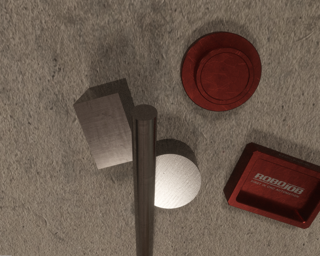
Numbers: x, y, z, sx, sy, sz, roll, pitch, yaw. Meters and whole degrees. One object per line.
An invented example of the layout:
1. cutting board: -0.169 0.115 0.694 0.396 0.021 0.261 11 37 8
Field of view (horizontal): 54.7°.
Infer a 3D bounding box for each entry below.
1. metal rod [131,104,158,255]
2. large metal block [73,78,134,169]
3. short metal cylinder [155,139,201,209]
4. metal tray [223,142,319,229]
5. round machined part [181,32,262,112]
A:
1. metal rod: -0.020 0.097 0.389 0.025 0.025 0.298 1 132 -1
2. large metal block: -0.057 -0.009 0.376 0.050 0.080 0.080 -15 110 5
3. short metal cylinder: 0.012 0.061 0.419 0.081 0.050 0.079 0 110 -1
4. metal tray: 0.169 0.083 0.440 0.131 0.030 0.089 19 109 -8
5. round machined part: 0.075 -0.066 0.377 0.099 0.042 0.097 0 110 -1
